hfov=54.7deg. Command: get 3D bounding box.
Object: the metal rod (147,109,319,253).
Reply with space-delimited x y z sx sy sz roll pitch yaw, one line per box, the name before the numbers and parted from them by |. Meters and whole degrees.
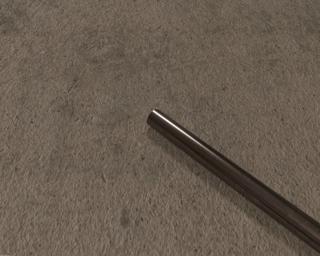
metal rod | 0.099 0.065 0.349 0.300 0.025 0.025 37 59 26
